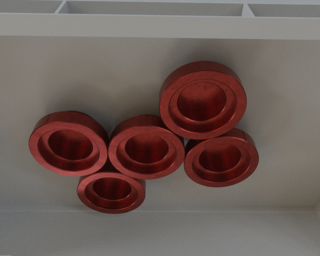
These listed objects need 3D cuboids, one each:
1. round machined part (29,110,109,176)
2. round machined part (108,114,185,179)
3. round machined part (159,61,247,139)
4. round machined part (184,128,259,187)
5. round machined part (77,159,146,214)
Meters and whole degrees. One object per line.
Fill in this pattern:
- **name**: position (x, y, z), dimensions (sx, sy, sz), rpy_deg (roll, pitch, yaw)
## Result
- **round machined part**: position (-0.115, 0.016, 0.407), dimensions (0.099, 0.042, 0.097), rpy_deg (0, 130, 0)
- **round machined part**: position (-0.017, 0.021, 0.411), dimensions (0.099, 0.042, 0.097), rpy_deg (0, 130, 0)
- **round machined part**: position (0.048, -0.036, 0.364), dimensions (0.099, 0.042, 0.097), rpy_deg (0, 130, 0)
- **round machined part**: position (0.081, 0.034, 0.424), dimensions (0.099, 0.042, 0.097), rpy_deg (0, 130, 0)
- **round machined part**: position (-0.070, 0.083, 0.464), dimensions (0.099, 0.042, 0.097), rpy_deg (0, 130, 0)
